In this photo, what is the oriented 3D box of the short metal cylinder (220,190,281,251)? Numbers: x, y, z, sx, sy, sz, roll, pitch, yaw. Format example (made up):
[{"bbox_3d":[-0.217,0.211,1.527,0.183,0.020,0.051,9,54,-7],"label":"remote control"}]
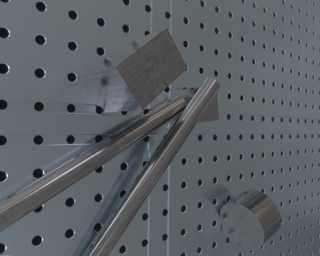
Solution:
[{"bbox_3d":[0.144,0.146,0.495,0.050,0.080,0.079,-20,103,-38],"label":"short metal cylinder"}]

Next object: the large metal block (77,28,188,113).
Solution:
[{"bbox_3d":[-0.031,-0.062,0.348,0.080,0.080,0.050,-46,118,-30],"label":"large metal block"}]

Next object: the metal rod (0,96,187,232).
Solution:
[{"bbox_3d":[-0.075,0.034,0.346,0.302,0.025,0.025,-33,111,-35],"label":"metal rod"}]

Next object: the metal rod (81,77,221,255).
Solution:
[{"bbox_3d":[-0.008,0.053,0.384,0.025,0.025,0.300,47,67,-30],"label":"metal rod"}]

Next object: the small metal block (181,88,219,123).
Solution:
[{"bbox_3d":[0.060,-0.034,0.460,0.050,0.025,0.050,-8,95,-40],"label":"small metal block"}]
